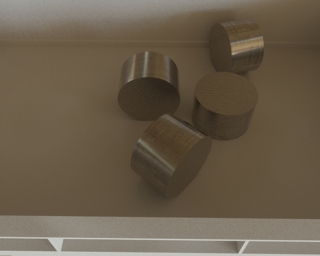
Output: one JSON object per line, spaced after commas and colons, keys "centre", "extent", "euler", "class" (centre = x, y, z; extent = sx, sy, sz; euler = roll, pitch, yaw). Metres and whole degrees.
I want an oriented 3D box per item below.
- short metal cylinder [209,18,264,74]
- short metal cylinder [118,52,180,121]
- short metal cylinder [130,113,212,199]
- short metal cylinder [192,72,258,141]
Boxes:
{"centre": [0.114, -0.123, 0.473], "extent": [0.050, 0.080, 0.080], "euler": [-13, 51, -10], "class": "short metal cylinder"}
{"centre": [-0.014, -0.054, 0.415], "extent": [0.081, 0.080, 0.050], "euler": [0, 50, 0], "class": "short metal cylinder"}
{"centre": [0.014, 0.030, 0.344], "extent": [0.050, 0.080, 0.080], "euler": [34, 58, 25], "class": "short metal cylinder"}
{"centre": [0.085, -0.030, 0.414], "extent": [0.080, 0.050, 0.080], "euler": [0, 50, 0], "class": "short metal cylinder"}
